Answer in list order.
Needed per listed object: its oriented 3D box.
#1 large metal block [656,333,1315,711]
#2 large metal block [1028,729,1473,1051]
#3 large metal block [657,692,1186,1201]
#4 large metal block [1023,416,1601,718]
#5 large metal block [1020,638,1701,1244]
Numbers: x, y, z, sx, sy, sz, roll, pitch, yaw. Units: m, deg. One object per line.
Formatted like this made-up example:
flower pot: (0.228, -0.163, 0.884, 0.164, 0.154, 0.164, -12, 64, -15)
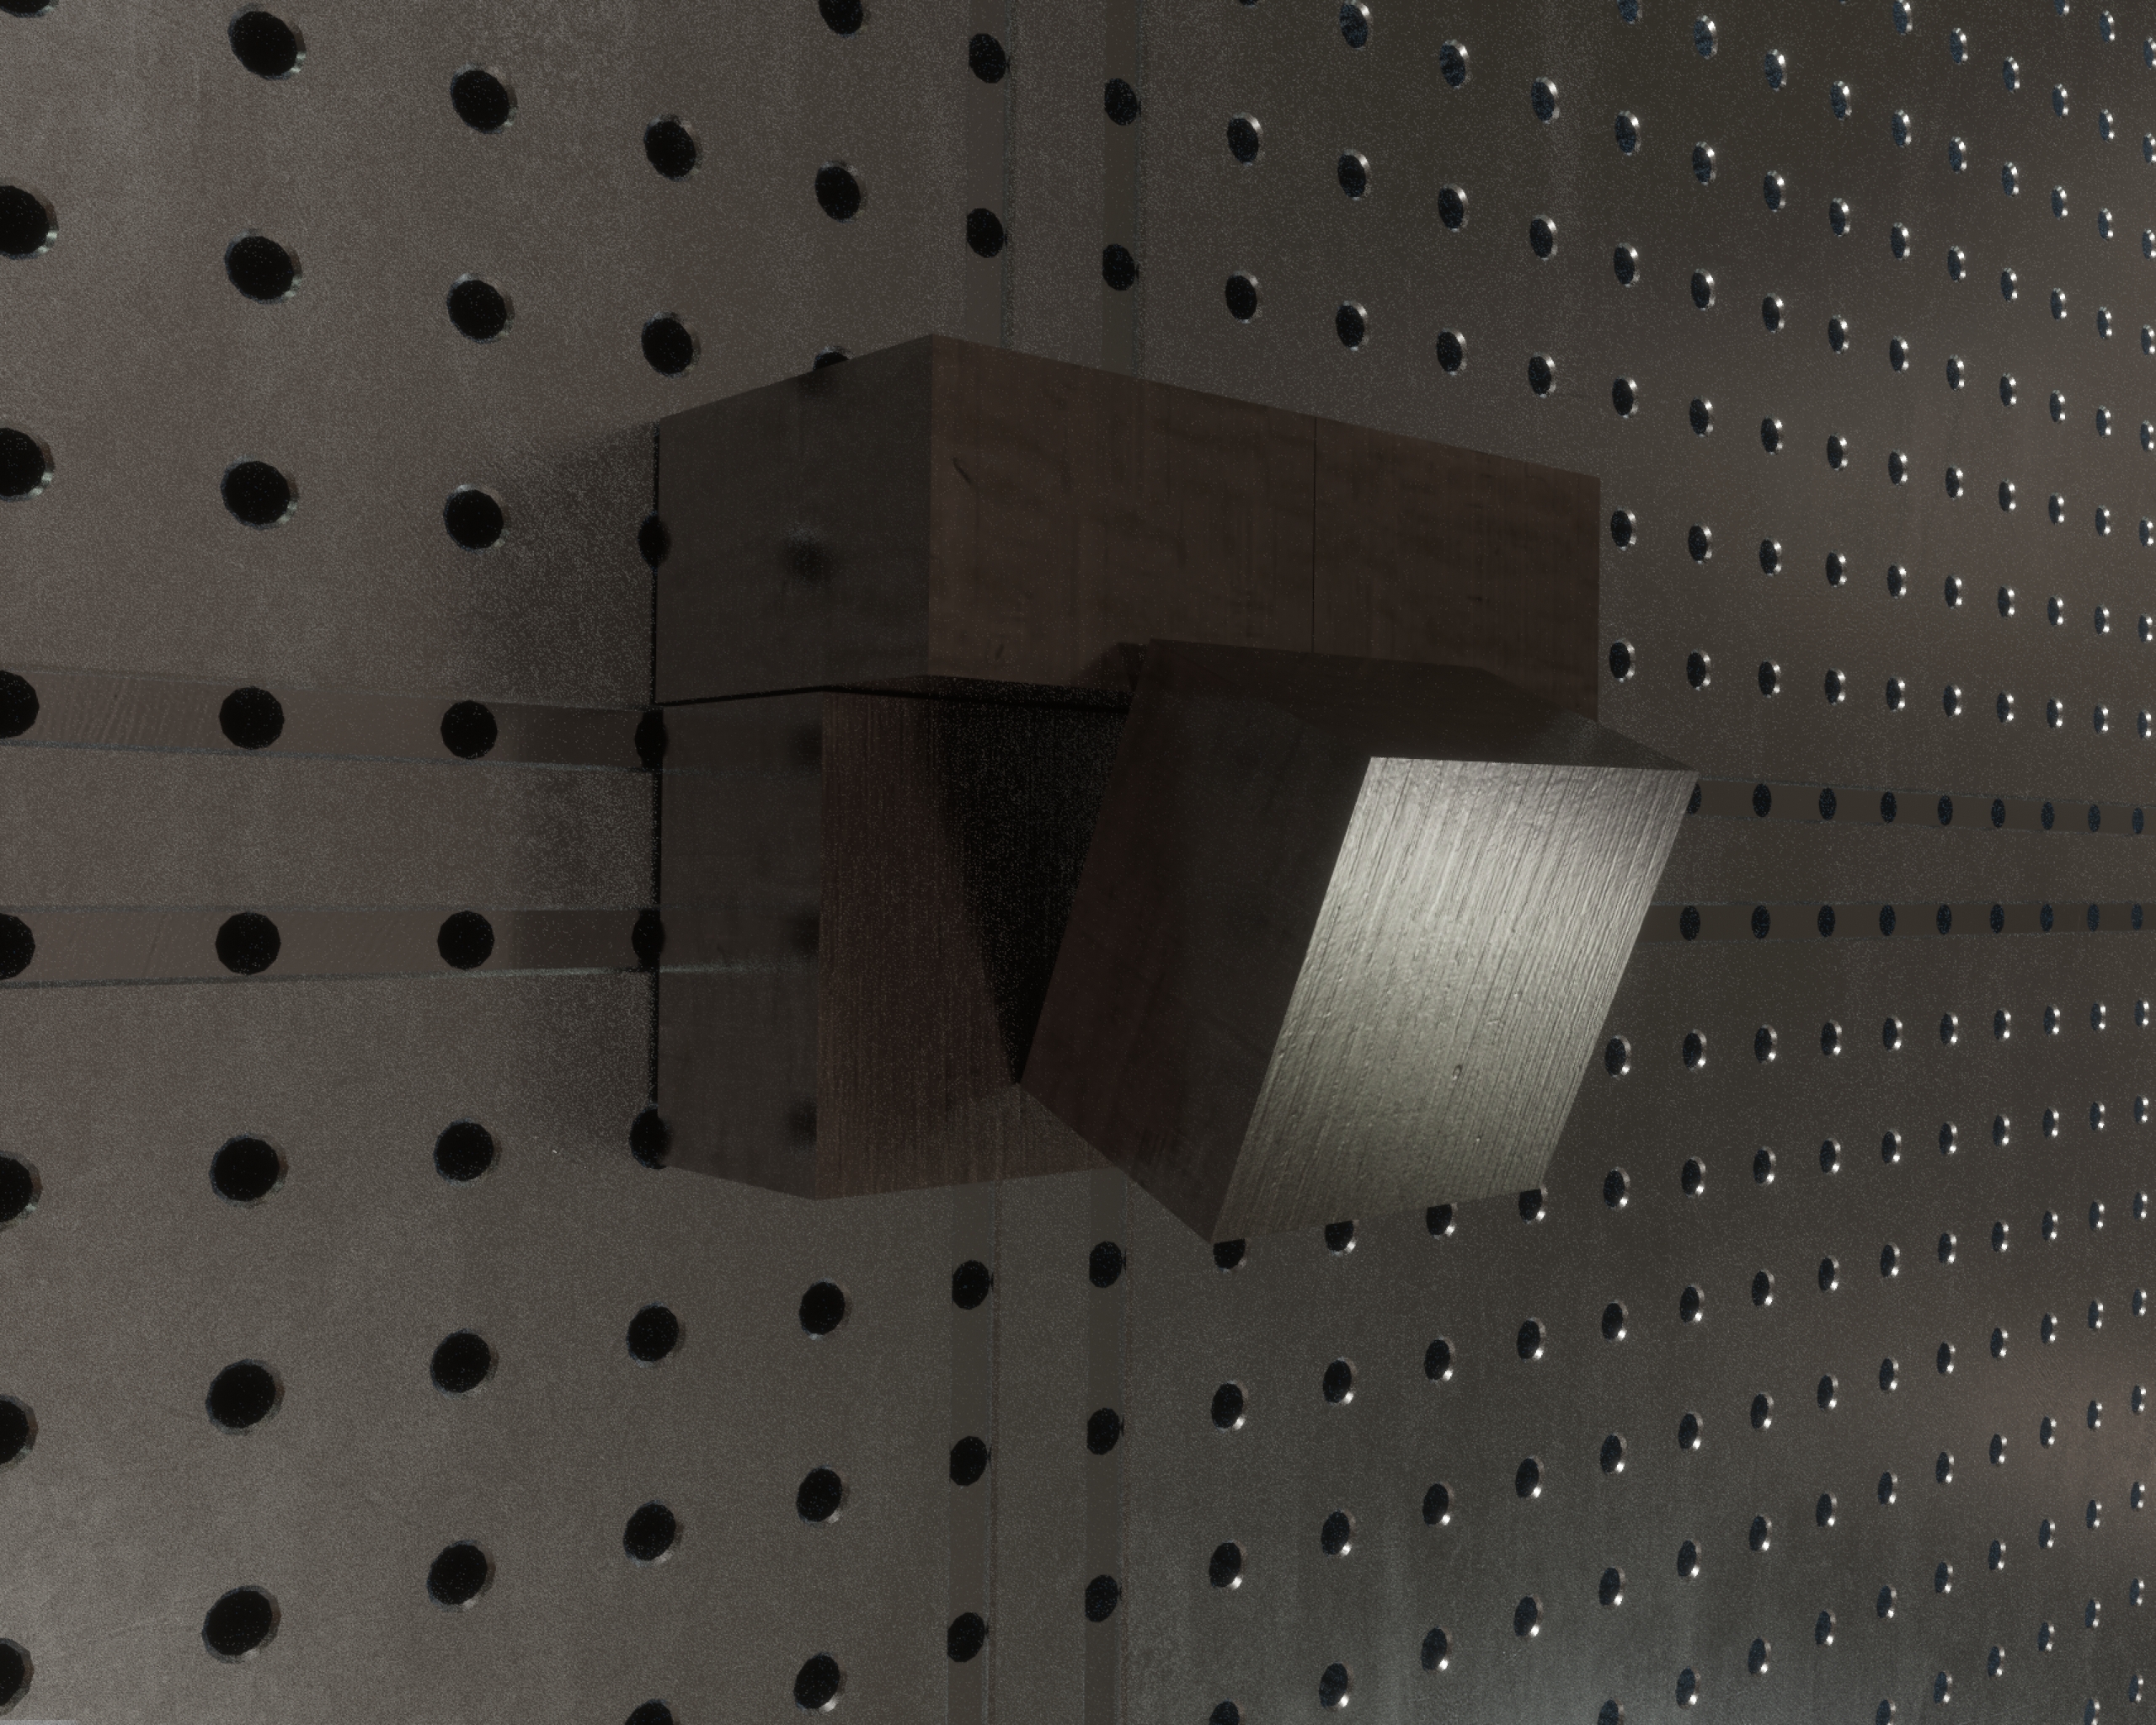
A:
large metal block: (-0.017, -0.052, 0.360, 0.081, 0.080, 0.050, 1, 90, -40)
large metal block: (0.037, 0.014, 0.423, 0.081, 0.050, 0.079, 1, 90, -40)
large metal block: (-0.026, 0.013, 0.371, 0.081, 0.050, 0.079, 1, 90, -40)
large metal block: (0.045, -0.051, 0.412, 0.081, 0.080, 0.050, 1, 90, -40)
large metal block: (0.046, 0.011, 0.347, 0.081, 0.050, 0.079, 0, 114, -40)
